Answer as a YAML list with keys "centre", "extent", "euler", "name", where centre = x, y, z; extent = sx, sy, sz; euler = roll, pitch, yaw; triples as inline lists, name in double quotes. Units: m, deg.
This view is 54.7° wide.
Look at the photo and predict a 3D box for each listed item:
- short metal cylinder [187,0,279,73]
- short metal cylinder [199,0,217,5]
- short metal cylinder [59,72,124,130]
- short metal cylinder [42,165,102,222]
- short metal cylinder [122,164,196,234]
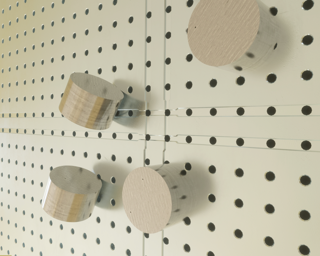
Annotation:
- centre: [0.077, -0.102, 0.329]
  extent: [0.080, 0.050, 0.079]
  euler: [0, 90, 39]
  name: "short metal cylinder"
- centre: [0.035, -0.178, 0.343]
  extent: [0.080, 0.081, 0.050]
  euler: [37, 113, 33]
  name: "short metal cylinder"
- centre: [-0.100, -0.040, 0.454]
  extent: [0.080, 0.081, 0.050]
  euler: [41, 115, 32]
  name: "short metal cylinder"
- centre: [-0.137, 0.101, 0.484]
  extent: [0.080, 0.081, 0.050]
  euler: [33, 110, 35]
  name: "short metal cylinder"
- centre: [-0.002, 0.087, 0.393]
  extent: [0.080, 0.050, 0.079]
  euler: [0, 90, 39]
  name: "short metal cylinder"
